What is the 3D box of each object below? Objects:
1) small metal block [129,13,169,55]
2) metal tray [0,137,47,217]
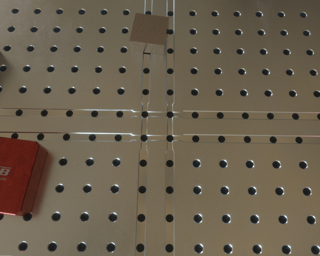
[{"bbox_3d":[-0.015,-0.140,0.463,0.050,0.025,0.050,8,70,3],"label":"small metal block"},{"bbox_3d":[-0.220,0.056,0.387,0.131,0.030,0.090,7,70,2],"label":"metal tray"}]
